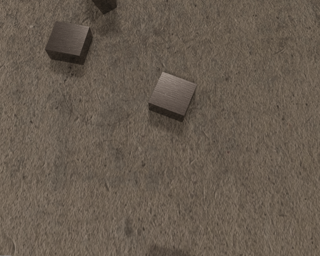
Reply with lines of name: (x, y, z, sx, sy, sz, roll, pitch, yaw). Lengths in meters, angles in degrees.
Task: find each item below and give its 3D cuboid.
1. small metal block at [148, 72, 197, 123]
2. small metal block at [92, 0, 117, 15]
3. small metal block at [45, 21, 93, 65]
small metal block: (0.017, -0.042, 0.424, 0.050, 0.025, 0.050, 21, 71, 7)
small metal block: (-0.093, -0.212, 0.471, 0.025, 0.050, 0.050, -35, 74, -12)
small metal block: (-0.132, -0.124, 0.452, 0.050, 0.025, 0.050, 11, 70, 3)
